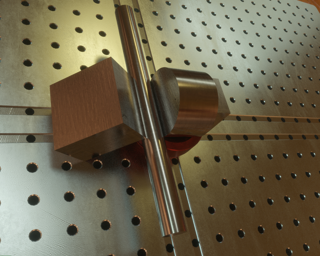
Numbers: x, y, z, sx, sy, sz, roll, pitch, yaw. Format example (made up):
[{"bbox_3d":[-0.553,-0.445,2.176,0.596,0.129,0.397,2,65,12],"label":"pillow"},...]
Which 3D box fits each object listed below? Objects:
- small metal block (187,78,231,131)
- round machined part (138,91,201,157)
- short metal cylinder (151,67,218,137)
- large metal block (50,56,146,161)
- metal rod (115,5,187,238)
[{"bbox_3d":[0.056,-0.028,0.387,0.025,0.050,0.050,1,62,-28],"label":"small metal block"},{"bbox_3d":[0.004,-0.006,0.403,0.099,0.042,0.098,14,56,-21],"label":"round machined part"},{"bbox_3d":[0.024,-0.029,0.366,0.050,0.080,0.080,1,62,-28],"label":"short metal cylinder"},{"bbox_3d":[-0.069,-0.018,0.340,0.050,0.080,0.080,40,33,-60],"label":"large metal block"},{"bbox_3d":[-0.018,-0.028,0.364,0.025,0.025,0.299,1,61,-28],"label":"metal rod"}]
